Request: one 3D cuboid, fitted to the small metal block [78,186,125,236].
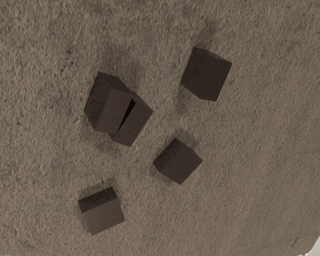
[{"bbox_3d":[-0.082,0.117,0.436,0.050,0.025,0.050,-21,127,-16],"label":"small metal block"}]

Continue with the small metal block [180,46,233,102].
[{"bbox_3d":[0.055,-0.067,0.381,0.025,0.050,0.050,6,115,-32],"label":"small metal block"}]

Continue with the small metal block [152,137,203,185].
[{"bbox_3d":[0.027,0.049,0.454,0.050,0.025,0.050,-48,129,5],"label":"small metal block"}]

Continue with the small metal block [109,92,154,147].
[{"bbox_3d":[-0.040,-0.014,0.361,0.025,0.050,0.050,24,105,-37],"label":"small metal block"}]

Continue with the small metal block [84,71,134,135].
[{"bbox_3d":[-0.058,-0.028,0.342,0.025,0.050,0.050,13,112,-34],"label":"small metal block"}]
